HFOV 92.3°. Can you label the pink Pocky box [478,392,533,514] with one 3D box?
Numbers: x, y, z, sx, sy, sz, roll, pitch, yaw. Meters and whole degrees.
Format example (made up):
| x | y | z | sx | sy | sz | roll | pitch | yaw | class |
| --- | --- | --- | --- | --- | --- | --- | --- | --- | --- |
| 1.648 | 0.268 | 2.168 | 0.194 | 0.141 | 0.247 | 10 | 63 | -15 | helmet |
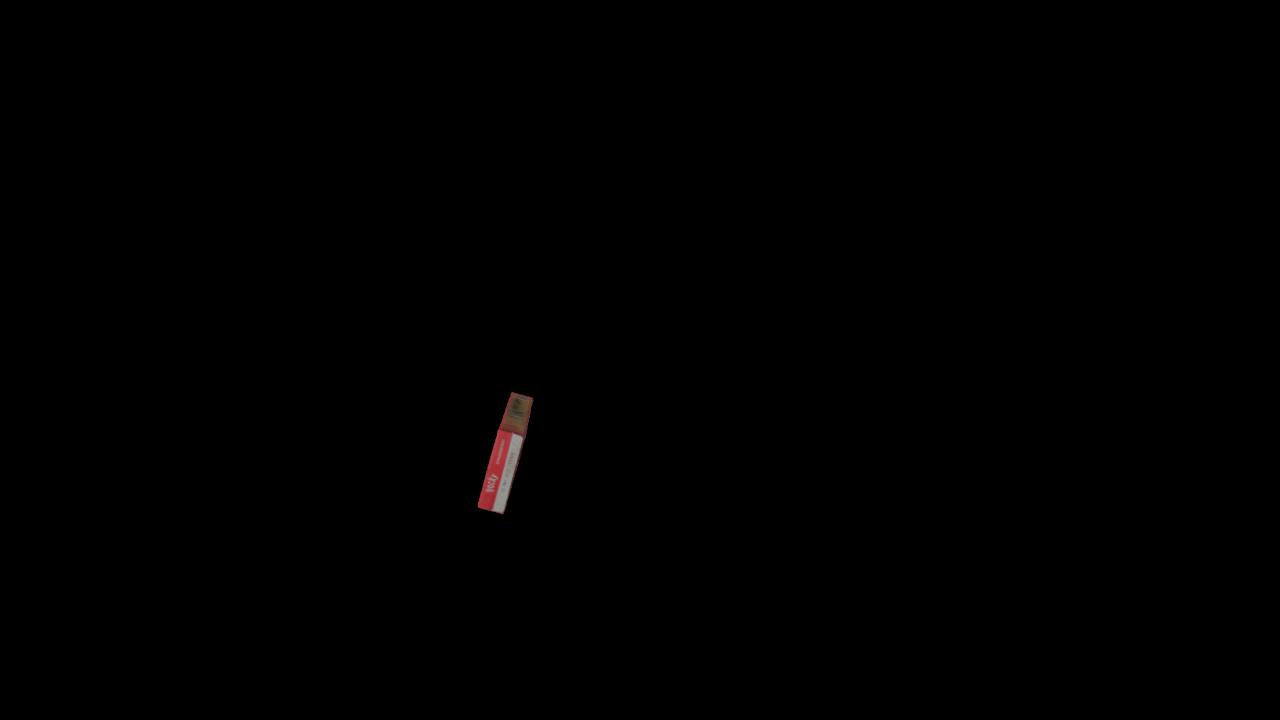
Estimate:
| x | y | z | sx | sy | sz | roll | pitch | yaw | class |
| --- | --- | --- | --- | --- | --- | --- | --- | --- | --- |
| -0.142 | 0.093 | 0.660 | 0.029 | 0.084 | 0.155 | 16 | 9 | -10 | pink Pocky box |
